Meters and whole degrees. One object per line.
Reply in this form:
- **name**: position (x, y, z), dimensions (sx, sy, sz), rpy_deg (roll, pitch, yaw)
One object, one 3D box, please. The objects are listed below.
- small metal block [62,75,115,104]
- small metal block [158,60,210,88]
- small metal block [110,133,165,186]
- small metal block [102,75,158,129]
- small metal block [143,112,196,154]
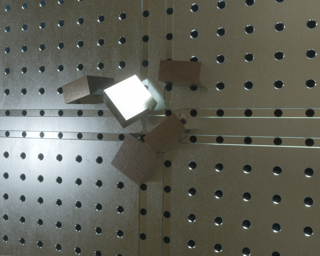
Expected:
- **small metal block**: position (-0.096, -0.051, 0.426), dimensions (0.050, 0.050, 0.025), rpy_deg (-14, 85, 34)
- **small metal block**: position (0.031, -0.067, 0.388), dimensions (0.050, 0.050, 0.025), rpy_deg (7, 93, 19)
- **small metal block**: position (-0.031, 0.041, 0.422), dimensions (0.050, 0.025, 0.050), rpy_deg (35, 101, 16)
- **small metal block**: position (-0.040, -0.035, 0.412), dimensions (0.050, 0.025, 0.050), rpy_deg (-31, 77, -26)
- **small metal block**: position (0.013, 0.006, 0.394), dimensions (0.050, 0.050, 0.025), rpy_deg (-39, 78, 15)
